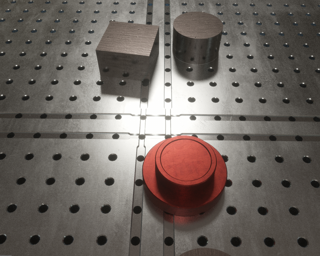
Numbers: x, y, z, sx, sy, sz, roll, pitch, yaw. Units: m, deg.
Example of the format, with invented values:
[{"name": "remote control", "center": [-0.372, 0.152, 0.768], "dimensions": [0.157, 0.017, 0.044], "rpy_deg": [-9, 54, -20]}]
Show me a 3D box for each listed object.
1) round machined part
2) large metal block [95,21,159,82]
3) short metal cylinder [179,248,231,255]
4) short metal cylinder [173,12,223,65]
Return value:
[{"name": "round machined part", "center": [0.028, 0.047, 0.358], "dimensions": [0.099, 0.042, 0.098], "rpy_deg": [0, 50, 0]}, {"name": "large metal block", "center": [-0.048, -0.123, 0.495], "dimensions": [0.080, 0.050, 0.080], "rpy_deg": [8, 50, 6]}, {"name": "short metal cylinder", "center": [0.039, 0.151, 0.265], "dimensions": [0.081, 0.050, 0.080], "rpy_deg": [0, 50, 0]}, {"name": "short metal cylinder", "center": [0.062, -0.152, 0.520], "dimensions": [0.081, 0.050, 0.080], "rpy_deg": [0, 50, 0]}]
